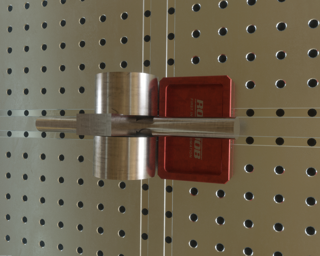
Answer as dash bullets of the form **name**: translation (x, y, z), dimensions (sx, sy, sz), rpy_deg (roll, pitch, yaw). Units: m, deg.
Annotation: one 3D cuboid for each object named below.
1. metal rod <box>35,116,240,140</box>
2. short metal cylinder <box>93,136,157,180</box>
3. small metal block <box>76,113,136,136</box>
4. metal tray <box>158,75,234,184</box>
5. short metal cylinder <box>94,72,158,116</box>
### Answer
- **metal rod**: translation (-0.049, -0.003, 0.405), dimensions (0.300, 0.025, 0.025), rpy_deg (1, 91, 28)
- **short metal cylinder**: translation (-0.045, 0.035, 0.399), dimensions (0.080, 0.080, 0.050), rpy_deg (2, 91, 20)
- **small metal block**: translation (-0.063, -0.004, 0.371), dimensions (0.050, 0.050, 0.025), rpy_deg (1, 91, 28)
- **metal tray**: translation (0.045, 0.001, 0.394), dimensions (0.090, 0.030, 0.129), rpy_deg (1, 90, 19)
- **short metal cylinder**: translation (-0.043, -0.040, 0.397), dimensions (0.080, 0.080, 0.050), rpy_deg (1, 91, 20)
